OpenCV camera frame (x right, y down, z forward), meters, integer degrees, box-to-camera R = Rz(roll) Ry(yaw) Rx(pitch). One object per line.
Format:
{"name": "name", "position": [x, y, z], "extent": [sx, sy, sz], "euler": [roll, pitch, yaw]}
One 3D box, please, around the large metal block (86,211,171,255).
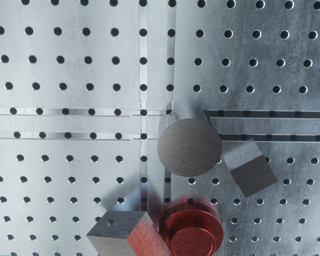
{"name": "large metal block", "position": [-0.044, 0.166, 0.442], "extent": [0.080, 0.050, 0.080], "euler": [-12, 114, 38]}

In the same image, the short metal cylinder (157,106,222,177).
{"name": "short metal cylinder", "position": [0.037, 0.017, 0.407], "extent": [0.081, 0.050, 0.079], "euler": [0, 110, 0]}

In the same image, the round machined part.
{"name": "round machined part", "position": [0.047, 0.164, 0.465], "extent": [0.099, 0.042, 0.097], "euler": [0, 110, 0]}

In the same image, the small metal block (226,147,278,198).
{"name": "small metal block", "position": [0.130, 0.063, 0.438], "extent": [0.050, 0.025, 0.050], "euler": [-30, 108, 10]}
